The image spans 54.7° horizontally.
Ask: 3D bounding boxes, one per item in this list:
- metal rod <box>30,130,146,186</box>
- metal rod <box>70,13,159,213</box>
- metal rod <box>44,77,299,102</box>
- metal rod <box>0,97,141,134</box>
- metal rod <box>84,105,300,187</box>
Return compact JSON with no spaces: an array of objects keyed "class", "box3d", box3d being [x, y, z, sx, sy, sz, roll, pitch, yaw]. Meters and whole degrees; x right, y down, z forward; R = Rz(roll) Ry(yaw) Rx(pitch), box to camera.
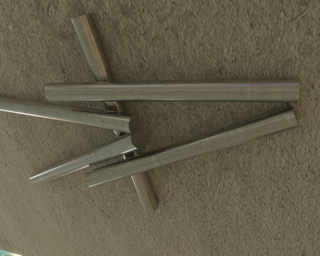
[{"class":"metal rod","box3d":[-0.132,0.056,0.492,0.299,0.025,0.025,-22,107,41]},{"class":"metal rod","box3d":[-0.055,-0.005,0.433,0.025,0.025,0.298,-3,117,29]},{"class":"metal rod","box3d":[-0.003,-0.043,0.361,0.301,0.025,0.025,2,120,19]},{"class":"metal rod","box3d":[-0.160,-0.025,0.457,0.300,0.025,0.025,9,122,30]},{"class":"metal rod","box3d":[0.019,0.032,0.397,0.300,0.025,0.025,-20,108,28]}]
